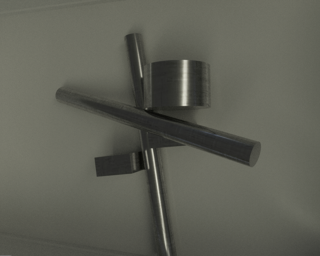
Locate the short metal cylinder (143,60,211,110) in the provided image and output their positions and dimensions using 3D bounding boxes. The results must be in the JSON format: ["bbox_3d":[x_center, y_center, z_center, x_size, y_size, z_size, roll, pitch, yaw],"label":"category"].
[{"bbox_3d":[0.020,-0.049,0.373,0.080,0.080,0.050,-1,90,19],"label":"short metal cylinder"}]

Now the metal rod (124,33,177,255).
[{"bbox_3d":[-0.013,0.023,0.414,0.025,0.025,0.298,-10,87,19],"label":"metal rod"}]

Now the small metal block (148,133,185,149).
[{"bbox_3d":[0.018,0.010,0.390,0.050,0.050,0.025,-6,89,19],"label":"small metal block"}]

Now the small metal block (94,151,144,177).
[{"bbox_3d":[-0.051,0.047,0.414,0.050,0.050,0.025,-8,88,19],"label":"small metal block"}]

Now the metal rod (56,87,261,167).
[{"bbox_3d":[-0.028,-0.012,0.374,0.300,0.025,0.025,18,96,35],"label":"metal rod"}]
